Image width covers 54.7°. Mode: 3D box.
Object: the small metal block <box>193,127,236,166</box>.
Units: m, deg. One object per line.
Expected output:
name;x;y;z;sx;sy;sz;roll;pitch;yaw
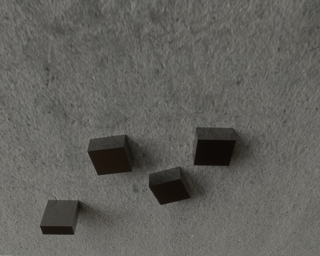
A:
small metal block;0.074;0.026;0.431;0.050;0.025;0.050;1;130;-2

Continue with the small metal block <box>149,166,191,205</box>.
small metal block;0.016;0.091;0.485;0.050;0.025;0.050;-17;129;13

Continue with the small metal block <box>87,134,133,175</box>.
small metal block;-0.069;0.039;0.439;0.050;0.025;0.050;-7;130;6

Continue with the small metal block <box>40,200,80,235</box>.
small metal block;-0.164;0.148;0.514;0.050;0.050;0.025;2;130;-2
